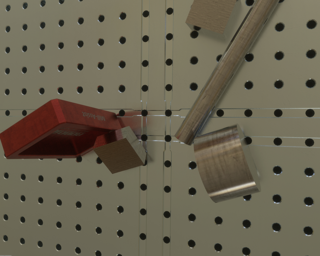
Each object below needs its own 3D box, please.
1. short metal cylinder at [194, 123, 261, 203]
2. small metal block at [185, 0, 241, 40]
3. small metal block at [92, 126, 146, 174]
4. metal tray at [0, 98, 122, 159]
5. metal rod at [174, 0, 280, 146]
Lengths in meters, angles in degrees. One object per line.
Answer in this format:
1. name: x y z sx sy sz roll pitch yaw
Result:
1. short metal cylinder: 0.078 0.040 0.356 0.050 0.080 0.080 -20 84 19
2. small metal block: 0.067 -0.145 0.389 0.050 0.025 0.050 24 98 18
3. small metal block: -0.053 0.030 0.416 0.050 0.025 0.050 -18 124 18
4. metal tray: -0.119 0.007 0.396 0.090 0.130 0.030 -29 75 17
5. metal rod: 0.104 -0.111 0.375 0.025 0.025 0.299 33 100 16
